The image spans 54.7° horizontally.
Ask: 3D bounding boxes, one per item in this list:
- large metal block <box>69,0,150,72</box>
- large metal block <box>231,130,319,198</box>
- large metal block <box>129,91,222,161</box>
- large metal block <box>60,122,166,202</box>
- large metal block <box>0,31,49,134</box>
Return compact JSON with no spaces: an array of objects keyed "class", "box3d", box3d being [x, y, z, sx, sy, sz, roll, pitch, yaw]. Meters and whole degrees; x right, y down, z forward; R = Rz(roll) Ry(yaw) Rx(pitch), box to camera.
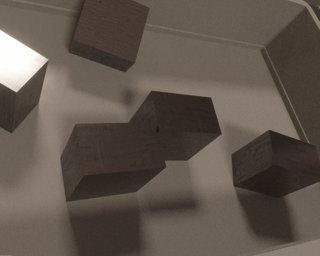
[{"class":"large metal block","box3d":[-0.068,-0.131,0.416,0.081,0.050,0.080,17,79,-19]},{"class":"large metal block","box3d":[0.157,0.053,0.425,0.081,0.080,0.050,17,55,-19]},{"class":"large metal block","box3d":[0.014,0.001,0.379,0.081,0.080,0.050,3,61,-27]},{"class":"large metal block","box3d":[-0.052,0.036,0.322,0.081,0.080,0.050,-2,63,-29]},{"class":"large metal block","box3d":[-0.168,-0.051,0.311,0.080,0.080,0.050,32,52,-8]}]
